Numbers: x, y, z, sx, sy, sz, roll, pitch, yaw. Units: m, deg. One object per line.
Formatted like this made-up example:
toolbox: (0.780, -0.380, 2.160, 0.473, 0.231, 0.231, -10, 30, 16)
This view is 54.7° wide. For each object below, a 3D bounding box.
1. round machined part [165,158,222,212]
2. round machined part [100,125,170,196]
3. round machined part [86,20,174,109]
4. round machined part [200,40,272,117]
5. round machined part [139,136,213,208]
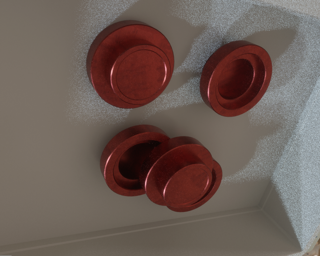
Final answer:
round machined part: (0.041, 0.075, 0.466, 0.099, 0.042, 0.097, -14, 124, -21)
round machined part: (-0.030, 0.038, 0.404, 0.099, 0.042, 0.097, -14, 124, -21)
round machined part: (-0.028, -0.065, 0.342, 0.099, 0.042, 0.097, -14, 124, -21)
round machined part: (0.094, -0.067, 0.407, 0.099, 0.042, 0.097, -14, 124, -21)
round machined part: (0.027, 0.063, 0.397, 0.099, 0.042, 0.097, -14, 124, -21)
